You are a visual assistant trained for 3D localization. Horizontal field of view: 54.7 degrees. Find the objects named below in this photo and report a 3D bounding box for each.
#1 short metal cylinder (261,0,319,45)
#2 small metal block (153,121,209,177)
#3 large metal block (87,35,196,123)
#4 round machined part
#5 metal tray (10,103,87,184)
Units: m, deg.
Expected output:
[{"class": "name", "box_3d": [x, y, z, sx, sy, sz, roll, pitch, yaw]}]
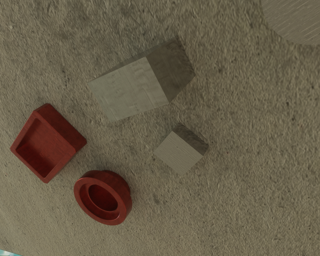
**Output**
[{"class": "short metal cylinder", "box_3d": [0.128, -0.114, 0.252, 0.080, 0.050, 0.079, 13, 124, 20]}, {"class": "small metal block", "box_3d": [0.027, 0.028, 0.409, 0.050, 0.025, 0.050, 40, 129, 1]}, {"class": "large metal block", "box_3d": [-0.017, -0.055, 0.345, 0.080, 0.080, 0.050, -16, 110, 34]}, {"class": "round machined part", "box_3d": [-0.088, 0.108, 0.507, 0.098, 0.042, 0.097, 13, 124, 20]}, {"class": "metal tray", "box_3d": [-0.190, 0.030, 0.519, 0.090, 0.030, 0.129, 46, 129, -4]}]
